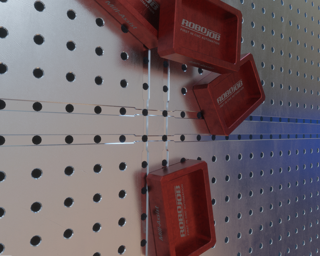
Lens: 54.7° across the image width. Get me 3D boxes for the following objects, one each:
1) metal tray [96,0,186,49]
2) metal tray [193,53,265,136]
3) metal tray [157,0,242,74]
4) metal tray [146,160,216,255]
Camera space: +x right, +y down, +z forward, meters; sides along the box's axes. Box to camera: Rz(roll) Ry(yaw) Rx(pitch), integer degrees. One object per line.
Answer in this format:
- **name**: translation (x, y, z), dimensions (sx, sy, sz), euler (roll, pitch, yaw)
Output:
- **metal tray**: translation (-0.028, -0.173, 0.383), dimensions (0.130, 0.030, 0.090), euler (36, 68, -34)
- **metal tray**: translation (0.118, -0.057, 0.507), dimensions (0.131, 0.030, 0.090), euler (-38, 113, -34)
- **metal tray**: translation (0.058, -0.129, 0.416), dimensions (0.131, 0.030, 0.089), euler (5, 87, -40)
- **metal tray**: translation (0.033, 0.117, 0.435), dimensions (0.091, 0.030, 0.129), euler (-13, 99, -40)
